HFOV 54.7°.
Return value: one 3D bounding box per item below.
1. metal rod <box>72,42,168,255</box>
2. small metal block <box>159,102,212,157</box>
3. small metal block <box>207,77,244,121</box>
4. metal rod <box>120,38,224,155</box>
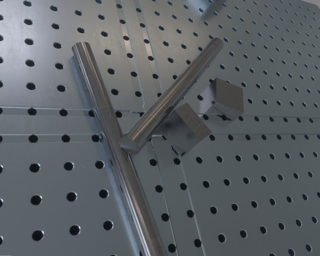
[{"bbox_3d":[-0.051,0.022,0.366,0.025,0.025,0.299,-10,67,-32],"label":"metal rod"},{"bbox_3d":[0.031,0.003,0.407,0.025,0.050,0.050,-33,80,-38],"label":"small metal block"},{"bbox_3d":[0.104,-0.046,0.492,0.050,0.025,0.050,19,54,-17],"label":"small metal block"},{"bbox_3d":[0.034,-0.064,0.449,0.025,0.025,0.301,40,46,-1],"label":"metal rod"}]
